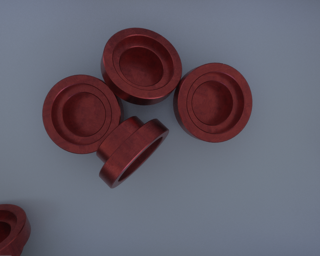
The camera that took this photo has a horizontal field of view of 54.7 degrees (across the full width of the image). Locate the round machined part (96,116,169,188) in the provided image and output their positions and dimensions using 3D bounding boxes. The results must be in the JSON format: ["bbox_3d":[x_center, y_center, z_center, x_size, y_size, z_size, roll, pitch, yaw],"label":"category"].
[{"bbox_3d":[-0.038,0.023,0.375,0.042,0.098,0.098,44,90,8],"label":"round machined part"}]

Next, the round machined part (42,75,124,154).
[{"bbox_3d":[-0.094,-0.017,0.398,0.099,0.042,0.097,0,92,5],"label":"round machined part"}]

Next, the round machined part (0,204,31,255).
[{"bbox_3d":[-0.208,0.142,0.378,0.099,0.098,0.042,-8,116,-1],"label":"round machined part"}]

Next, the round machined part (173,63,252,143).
[{"bbox_3d":[0.064,-0.032,0.396,0.099,0.042,0.097,-1,93,-15],"label":"round machined part"}]

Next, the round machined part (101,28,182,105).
[{"bbox_3d":[-0.025,-0.073,0.390,0.099,0.042,0.098,7,68,-17],"label":"round machined part"}]
